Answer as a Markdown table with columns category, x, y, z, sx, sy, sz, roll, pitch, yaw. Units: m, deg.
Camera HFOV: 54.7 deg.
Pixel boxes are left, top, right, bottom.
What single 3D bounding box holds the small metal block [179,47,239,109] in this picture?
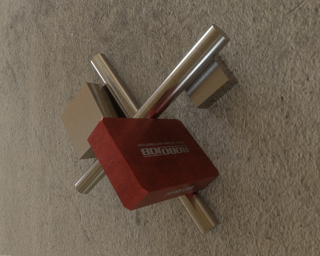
| category | x | y | z | sx | sy | sz | roll | pitch | yaw |
| --- | --- | --- | --- | --- | --- | --- | --- | --- | --- |
| small metal block | 0.054 | -0.057 | 0.360 | 0.050 | 0.025 | 0.050 | -43 | 65 | 31 |

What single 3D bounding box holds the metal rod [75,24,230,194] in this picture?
| category | x | y | z | sx | sy | sz | roll | pitch | yaw |
| --- | --- | --- | --- | --- | --- | --- | --- | --- | --- |
| metal rod | -0.026 | -0.005 | 0.393 | 0.299 | 0.025 | 0.025 | -46 | 63 | 29 |

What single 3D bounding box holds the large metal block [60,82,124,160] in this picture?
| category | x | y | z | sx | sy | sz | roll | pitch | yaw |
| --- | --- | --- | --- | --- | --- | --- | --- | --- | --- |
| large metal block | -0.095 | -0.010 | 0.465 | 0.080 | 0.050 | 0.080 | -44 | 64 | 31 |

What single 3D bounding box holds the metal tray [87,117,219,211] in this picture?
| category | x | y | z | sx | sy | sz | roll | pitch | yaw |
| --- | --- | --- | --- | --- | --- | --- | --- | --- | --- |
| metal tray | -0.002 | 0.032 | 0.337 | 0.030 | 0.131 | 0.090 | -50 | 60 | 29 |

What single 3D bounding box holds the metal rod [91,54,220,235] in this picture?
| category | x | y | z | sx | sy | sz | roll | pitch | yaw |
| --- | --- | --- | --- | --- | --- | --- | --- | --- | --- |
| metal rod | -0.018 | 0.005 | 0.420 | 0.025 | 0.025 | 0.299 | -49 | 61 | 28 |
